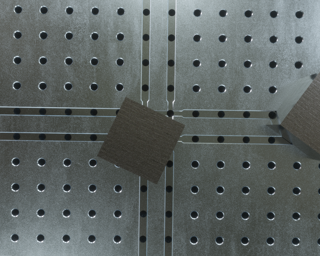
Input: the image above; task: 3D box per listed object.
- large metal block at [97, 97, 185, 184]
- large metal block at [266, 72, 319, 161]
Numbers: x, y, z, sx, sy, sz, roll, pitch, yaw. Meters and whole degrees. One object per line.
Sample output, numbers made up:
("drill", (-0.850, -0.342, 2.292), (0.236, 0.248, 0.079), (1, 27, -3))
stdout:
("large metal block", (-0.023, 0.015, 0.401), (0.080, 0.050, 0.080), (26, 90, 0))
("large metal block", (0.202, -0.012, 0.402), (0.080, 0.050, 0.080), (37, 90, 0))
